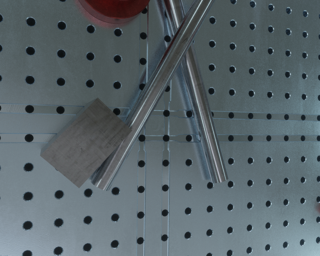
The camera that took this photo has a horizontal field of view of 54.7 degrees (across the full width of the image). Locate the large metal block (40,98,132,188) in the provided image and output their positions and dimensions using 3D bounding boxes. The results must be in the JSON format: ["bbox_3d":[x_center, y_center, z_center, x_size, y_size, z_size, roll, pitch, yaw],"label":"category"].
[{"bbox_3d":[-0.087,0.014,0.352,0.050,0.080,0.080,45,76,-15],"label":"large metal block"}]

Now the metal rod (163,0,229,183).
[{"bbox_3d":[0.046,-0.068,0.430,0.025,0.025,0.298,-18,96,-19],"label":"metal rod"}]

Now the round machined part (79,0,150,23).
[{"bbox_3d":[-0.055,-0.185,0.384,0.099,0.042,0.097,0,90,-21],"label":"round machined part"}]

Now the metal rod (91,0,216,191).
[{"bbox_3d":[-0.002,-0.058,0.394,0.025,0.025,0.299,30,87,-18],"label":"metal rod"}]
